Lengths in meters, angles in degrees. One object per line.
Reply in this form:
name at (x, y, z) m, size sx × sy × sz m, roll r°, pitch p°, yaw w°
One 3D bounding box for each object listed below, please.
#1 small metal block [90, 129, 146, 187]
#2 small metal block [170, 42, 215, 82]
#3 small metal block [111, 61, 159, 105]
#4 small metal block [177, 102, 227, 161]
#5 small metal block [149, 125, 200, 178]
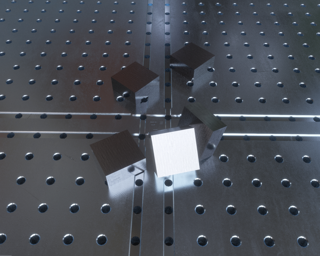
small metal block at (-0.051, 0.036, 0.377) m, size 0.050 × 0.025 × 0.050 m, roll -23°, pitch 54°, yaw -19°
small metal block at (0.052, -0.107, 0.498) m, size 0.050 × 0.025 × 0.050 m, roll 37°, pitch 59°, yaw 27°
small metal block at (-0.036, -0.068, 0.464) m, size 0.050 × 0.025 × 0.050 m, roll 35°, pitch 58°, yaw 25°
small metal block at (0.049, 0.004, 0.385) m, size 0.025 × 0.050 × 0.050 m, roll -19°, pitch 51°, yaw -37°
small metal block at (0.016, 0.027, 0.367) m, size 0.050 × 0.050 × 0.025 m, roll -10°, pitch 9°, yaw -9°
